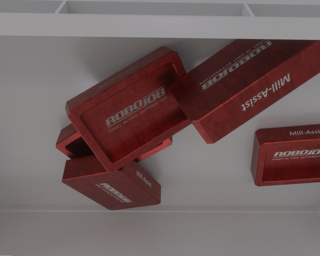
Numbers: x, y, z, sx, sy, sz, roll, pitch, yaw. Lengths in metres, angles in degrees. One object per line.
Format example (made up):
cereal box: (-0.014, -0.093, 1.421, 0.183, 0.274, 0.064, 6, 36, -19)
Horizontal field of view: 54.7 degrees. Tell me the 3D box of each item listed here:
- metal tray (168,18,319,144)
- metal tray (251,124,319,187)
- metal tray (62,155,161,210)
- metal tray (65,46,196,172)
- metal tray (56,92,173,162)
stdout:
metal tray: (0.079, -0.050, 0.299, 0.130, 0.090, 0.030, -34, 120, 4)
metal tray: (0.201, 0.039, 0.440, 0.131, 0.030, 0.089, -5, 130, 4)
metal tray: (-0.064, 0.080, 0.445, 0.090, 0.030, 0.130, -12, 145, 19)
metal tray: (-0.025, -0.020, 0.348, 0.131, 0.030, 0.090, -32, 121, -6)
metal tray: (-0.060, 0.013, 0.415, 0.130, 0.030, 0.090, -29, 125, 22)
